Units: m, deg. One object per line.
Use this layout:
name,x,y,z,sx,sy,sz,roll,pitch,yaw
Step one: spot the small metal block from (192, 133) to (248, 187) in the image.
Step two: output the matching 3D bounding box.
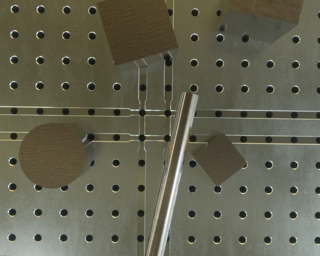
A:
small metal block,0.079,0.042,0.415,0.050,0.025,0.050,-38,90,0

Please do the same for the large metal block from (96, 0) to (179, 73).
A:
large metal block,-0.027,-0.125,0.400,0.080,0.050,0.080,-16,90,-1

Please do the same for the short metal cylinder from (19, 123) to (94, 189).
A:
short metal cylinder,-0.130,0.033,0.399,0.081,0.050,0.079,0,90,-1

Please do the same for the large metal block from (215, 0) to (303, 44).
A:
large metal block,0.121,-0.149,0.387,0.080,0.080,0.050,12,90,-1

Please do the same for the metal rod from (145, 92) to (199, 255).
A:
metal rod,0.007,0.100,0.413,0.025,0.025,0.298,12,90,-1
